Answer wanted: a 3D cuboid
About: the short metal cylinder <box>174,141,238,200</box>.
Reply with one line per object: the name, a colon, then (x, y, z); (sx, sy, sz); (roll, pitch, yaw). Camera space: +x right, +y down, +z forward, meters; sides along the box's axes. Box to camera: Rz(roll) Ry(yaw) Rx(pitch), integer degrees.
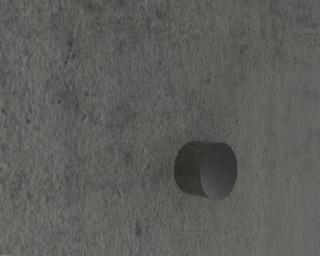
short metal cylinder: (0.067, 0.060, 0.447); (0.081, 0.050, 0.079); (0, 90, -40)
